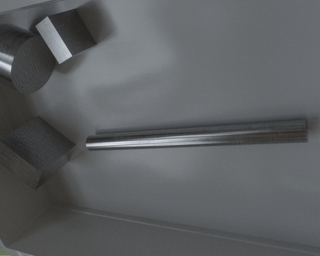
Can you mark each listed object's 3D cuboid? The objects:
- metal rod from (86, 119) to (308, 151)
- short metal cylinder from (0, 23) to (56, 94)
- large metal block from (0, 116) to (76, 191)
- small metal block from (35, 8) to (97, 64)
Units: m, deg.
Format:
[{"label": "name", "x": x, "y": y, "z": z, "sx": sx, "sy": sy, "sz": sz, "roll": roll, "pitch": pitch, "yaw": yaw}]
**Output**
[{"label": "metal rod", "x": 0.025, "y": 0.013, "z": 0.402, "sx": 0.300, "sy": 0.025, "sz": 0.025, "roll": -4, "pitch": 116, "yaw": 29}, {"label": "short metal cylinder", "x": -0.186, "y": -0.092, "z": 0.412, "sx": 0.050, "sy": 0.080, "sz": 0.079, "roll": 24, "pitch": 127, "yaw": 13}, {"label": "large metal block", "x": -0.199, "y": 0.039, "z": 0.499, "sx": 0.080, "sy": 0.080, "sz": 0.050, "roll": 37, "pitch": 129, "yaw": 3}, {"label": "small metal block", "x": -0.113, "y": -0.113, "z": 0.380, "sx": 0.025, "sy": 0.050, "sz": 0.050, "roll": -19, "pitch": 109, "yaw": 35}]
